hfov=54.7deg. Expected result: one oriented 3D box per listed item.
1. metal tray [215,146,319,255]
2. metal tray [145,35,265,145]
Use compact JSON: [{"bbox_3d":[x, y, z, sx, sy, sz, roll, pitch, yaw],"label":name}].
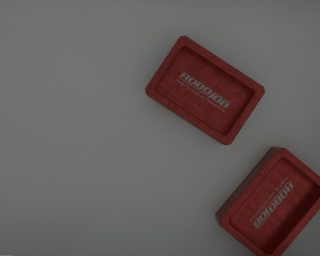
[{"bbox_3d":[0.149,0.101,0.410,0.090,0.030,0.130,40,90,-1],"label":"metal tray"},{"bbox_3d":[0.058,-0.048,0.409,0.130,0.030,0.090,33,90,-1],"label":"metal tray"}]
